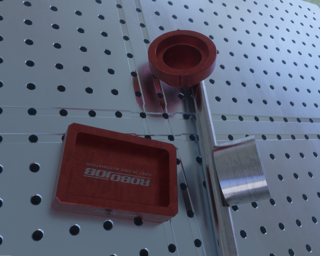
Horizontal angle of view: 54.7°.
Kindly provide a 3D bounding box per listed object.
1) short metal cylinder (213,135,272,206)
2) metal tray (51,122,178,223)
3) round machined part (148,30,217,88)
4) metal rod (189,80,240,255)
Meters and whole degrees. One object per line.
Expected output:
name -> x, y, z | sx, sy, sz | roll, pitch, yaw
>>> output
short metal cylinder -> 0.104, 0.053, 0.389 | 0.080, 0.050, 0.080 | -16, 90, -72
metal tray -> -0.045, 0.052, 0.348 | 0.131, 0.030, 0.090 | 13, 56, -21
round machined part -> 0.033, -0.097, 0.457 | 0.099, 0.042, 0.098 | -1, 54, 2
metal rod -> 0.069, 0.043, 0.418 | 0.025, 0.025, 0.299 | 8, 58, -24
